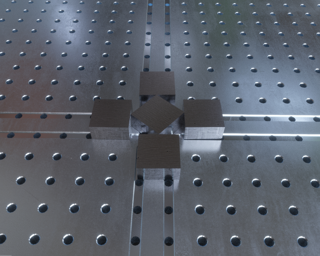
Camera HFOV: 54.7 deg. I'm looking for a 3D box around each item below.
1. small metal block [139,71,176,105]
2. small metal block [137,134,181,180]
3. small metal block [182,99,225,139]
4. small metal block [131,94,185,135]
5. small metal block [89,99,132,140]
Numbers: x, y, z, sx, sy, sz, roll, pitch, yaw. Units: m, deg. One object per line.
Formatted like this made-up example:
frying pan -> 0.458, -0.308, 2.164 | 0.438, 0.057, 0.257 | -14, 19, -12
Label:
small metal block -> -0.004, -0.057, 0.456 | 0.050, 0.025, 0.050 | 0, 50, -1
small metal block -> -0.002, 0.035, 0.378 | 0.050, 0.025, 0.050 | 0, 50, 0
small metal block -> 0.057, -0.012, 0.418 | 0.050, 0.025, 0.050 | 0, 50, -1
small metal block -> -0.003, -0.012, 0.417 | 0.050, 0.025, 0.050 | 35, 58, 25
small metal block -> -0.064, -0.012, 0.417 | 0.050, 0.025, 0.050 | 1, 50, 0
